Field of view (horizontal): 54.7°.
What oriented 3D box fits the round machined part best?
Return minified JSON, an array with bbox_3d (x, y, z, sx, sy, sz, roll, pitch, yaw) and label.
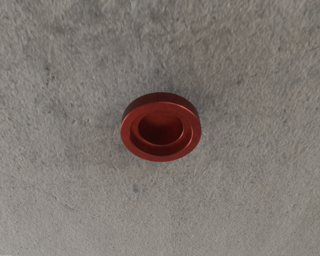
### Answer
[{"bbox_3d":[0.001,-0.005,0.392,0.099,0.042,0.097,-1,130,0],"label":"round machined part"}]
